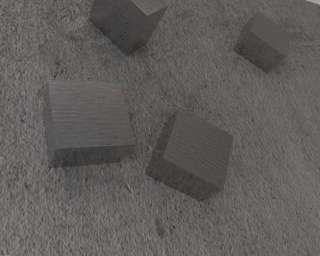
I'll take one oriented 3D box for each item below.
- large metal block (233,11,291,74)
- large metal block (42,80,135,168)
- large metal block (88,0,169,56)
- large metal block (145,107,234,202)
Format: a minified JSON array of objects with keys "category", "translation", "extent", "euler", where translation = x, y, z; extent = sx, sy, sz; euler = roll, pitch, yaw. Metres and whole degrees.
[{"category":"large metal block","translation":[0.197,-0.165,0.594],"extent":[0.080,0.050,0.080],"euler":[33,51,-7]},{"category":"large metal block","translation":[-0.082,-0.005,0.346],"extent":[0.081,0.050,0.080],"euler":[-1,62,-29]},{"category":"large metal block","translation":[-0.047,-0.166,0.444],"extent":[0.080,0.080,0.050],"euler":[45,51,2]},{"category":"large metal block","translation":[0.038,0.033,0.388],"extent":[0.080,0.050,0.080],"euler":[28,52,-10]}]
